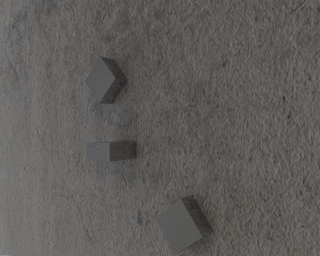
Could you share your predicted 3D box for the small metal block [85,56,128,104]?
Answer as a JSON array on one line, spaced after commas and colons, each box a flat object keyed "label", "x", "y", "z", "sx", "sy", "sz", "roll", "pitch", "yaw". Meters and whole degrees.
[{"label": "small metal block", "x": -0.082, "y": -0.072, "z": 0.473, "sx": 0.050, "sy": 0.025, "sz": 0.050, "roll": -51, "pitch": 60, "yaw": 28}]

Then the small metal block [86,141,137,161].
[{"label": "small metal block", "x": -0.070, "y": 0.032, "z": 0.446, "sx": 0.050, "sy": 0.050, "sz": 0.025, "roll": -1, "pitch": 89, "yaw": 40}]

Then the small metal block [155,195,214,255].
[{"label": "small metal block", "x": 0.029, "y": 0.119, "z": 0.381, "sx": 0.050, "sy": 0.025, "sz": 0.050, "roll": -45, "pitch": 63, "yaw": 30}]
